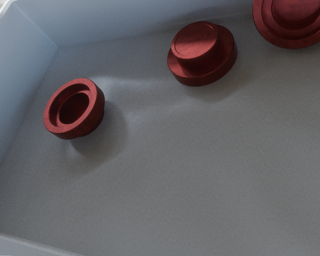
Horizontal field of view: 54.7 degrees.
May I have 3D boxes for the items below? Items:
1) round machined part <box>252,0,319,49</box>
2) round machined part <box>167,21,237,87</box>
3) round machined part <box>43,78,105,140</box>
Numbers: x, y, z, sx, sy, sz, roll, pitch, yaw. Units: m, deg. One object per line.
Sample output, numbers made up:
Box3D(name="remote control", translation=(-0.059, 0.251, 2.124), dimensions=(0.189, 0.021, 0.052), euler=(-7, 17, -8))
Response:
Box3D(name="round machined part", translation=(0.165, -0.149, 0.372), dimensions=(0.098, 0.097, 0.042), euler=(0, 33, 28))
Box3D(name="round machined part", translation=(0.055, -0.110, 0.434), dimensions=(0.098, 0.042, 0.098), euler=(-13, 56, 21))
Box3D(name="round machined part", translation=(-0.126, -0.025, 0.477), dimensions=(0.098, 0.042, 0.098), euler=(-13, 56, 21))
